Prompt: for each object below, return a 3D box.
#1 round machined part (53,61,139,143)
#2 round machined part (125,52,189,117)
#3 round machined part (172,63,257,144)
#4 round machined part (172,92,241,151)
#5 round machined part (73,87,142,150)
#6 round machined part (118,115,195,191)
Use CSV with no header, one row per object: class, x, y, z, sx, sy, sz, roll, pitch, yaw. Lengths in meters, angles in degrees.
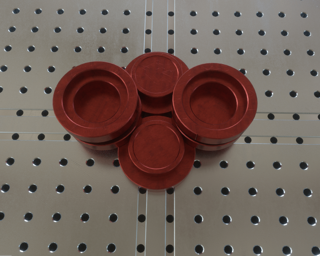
round machined part,-0.075,-0.028,0.378,0.099,0.042,0.098,0,70,0
round machined part,-0.004,-0.064,0.426,0.099,0.042,0.098,0,70,0
round machined part,0.064,-0.026,0.378,0.099,0.042,0.098,0,70,0
round machined part,0.064,-0.017,0.409,0.099,0.042,0.098,0,70,0
round machined part,-0.072,-0.017,0.408,0.099,0.042,0.098,0,70,0
round machined part,-0.004,0.029,0.392,0.099,0.042,0.098,0,70,0
